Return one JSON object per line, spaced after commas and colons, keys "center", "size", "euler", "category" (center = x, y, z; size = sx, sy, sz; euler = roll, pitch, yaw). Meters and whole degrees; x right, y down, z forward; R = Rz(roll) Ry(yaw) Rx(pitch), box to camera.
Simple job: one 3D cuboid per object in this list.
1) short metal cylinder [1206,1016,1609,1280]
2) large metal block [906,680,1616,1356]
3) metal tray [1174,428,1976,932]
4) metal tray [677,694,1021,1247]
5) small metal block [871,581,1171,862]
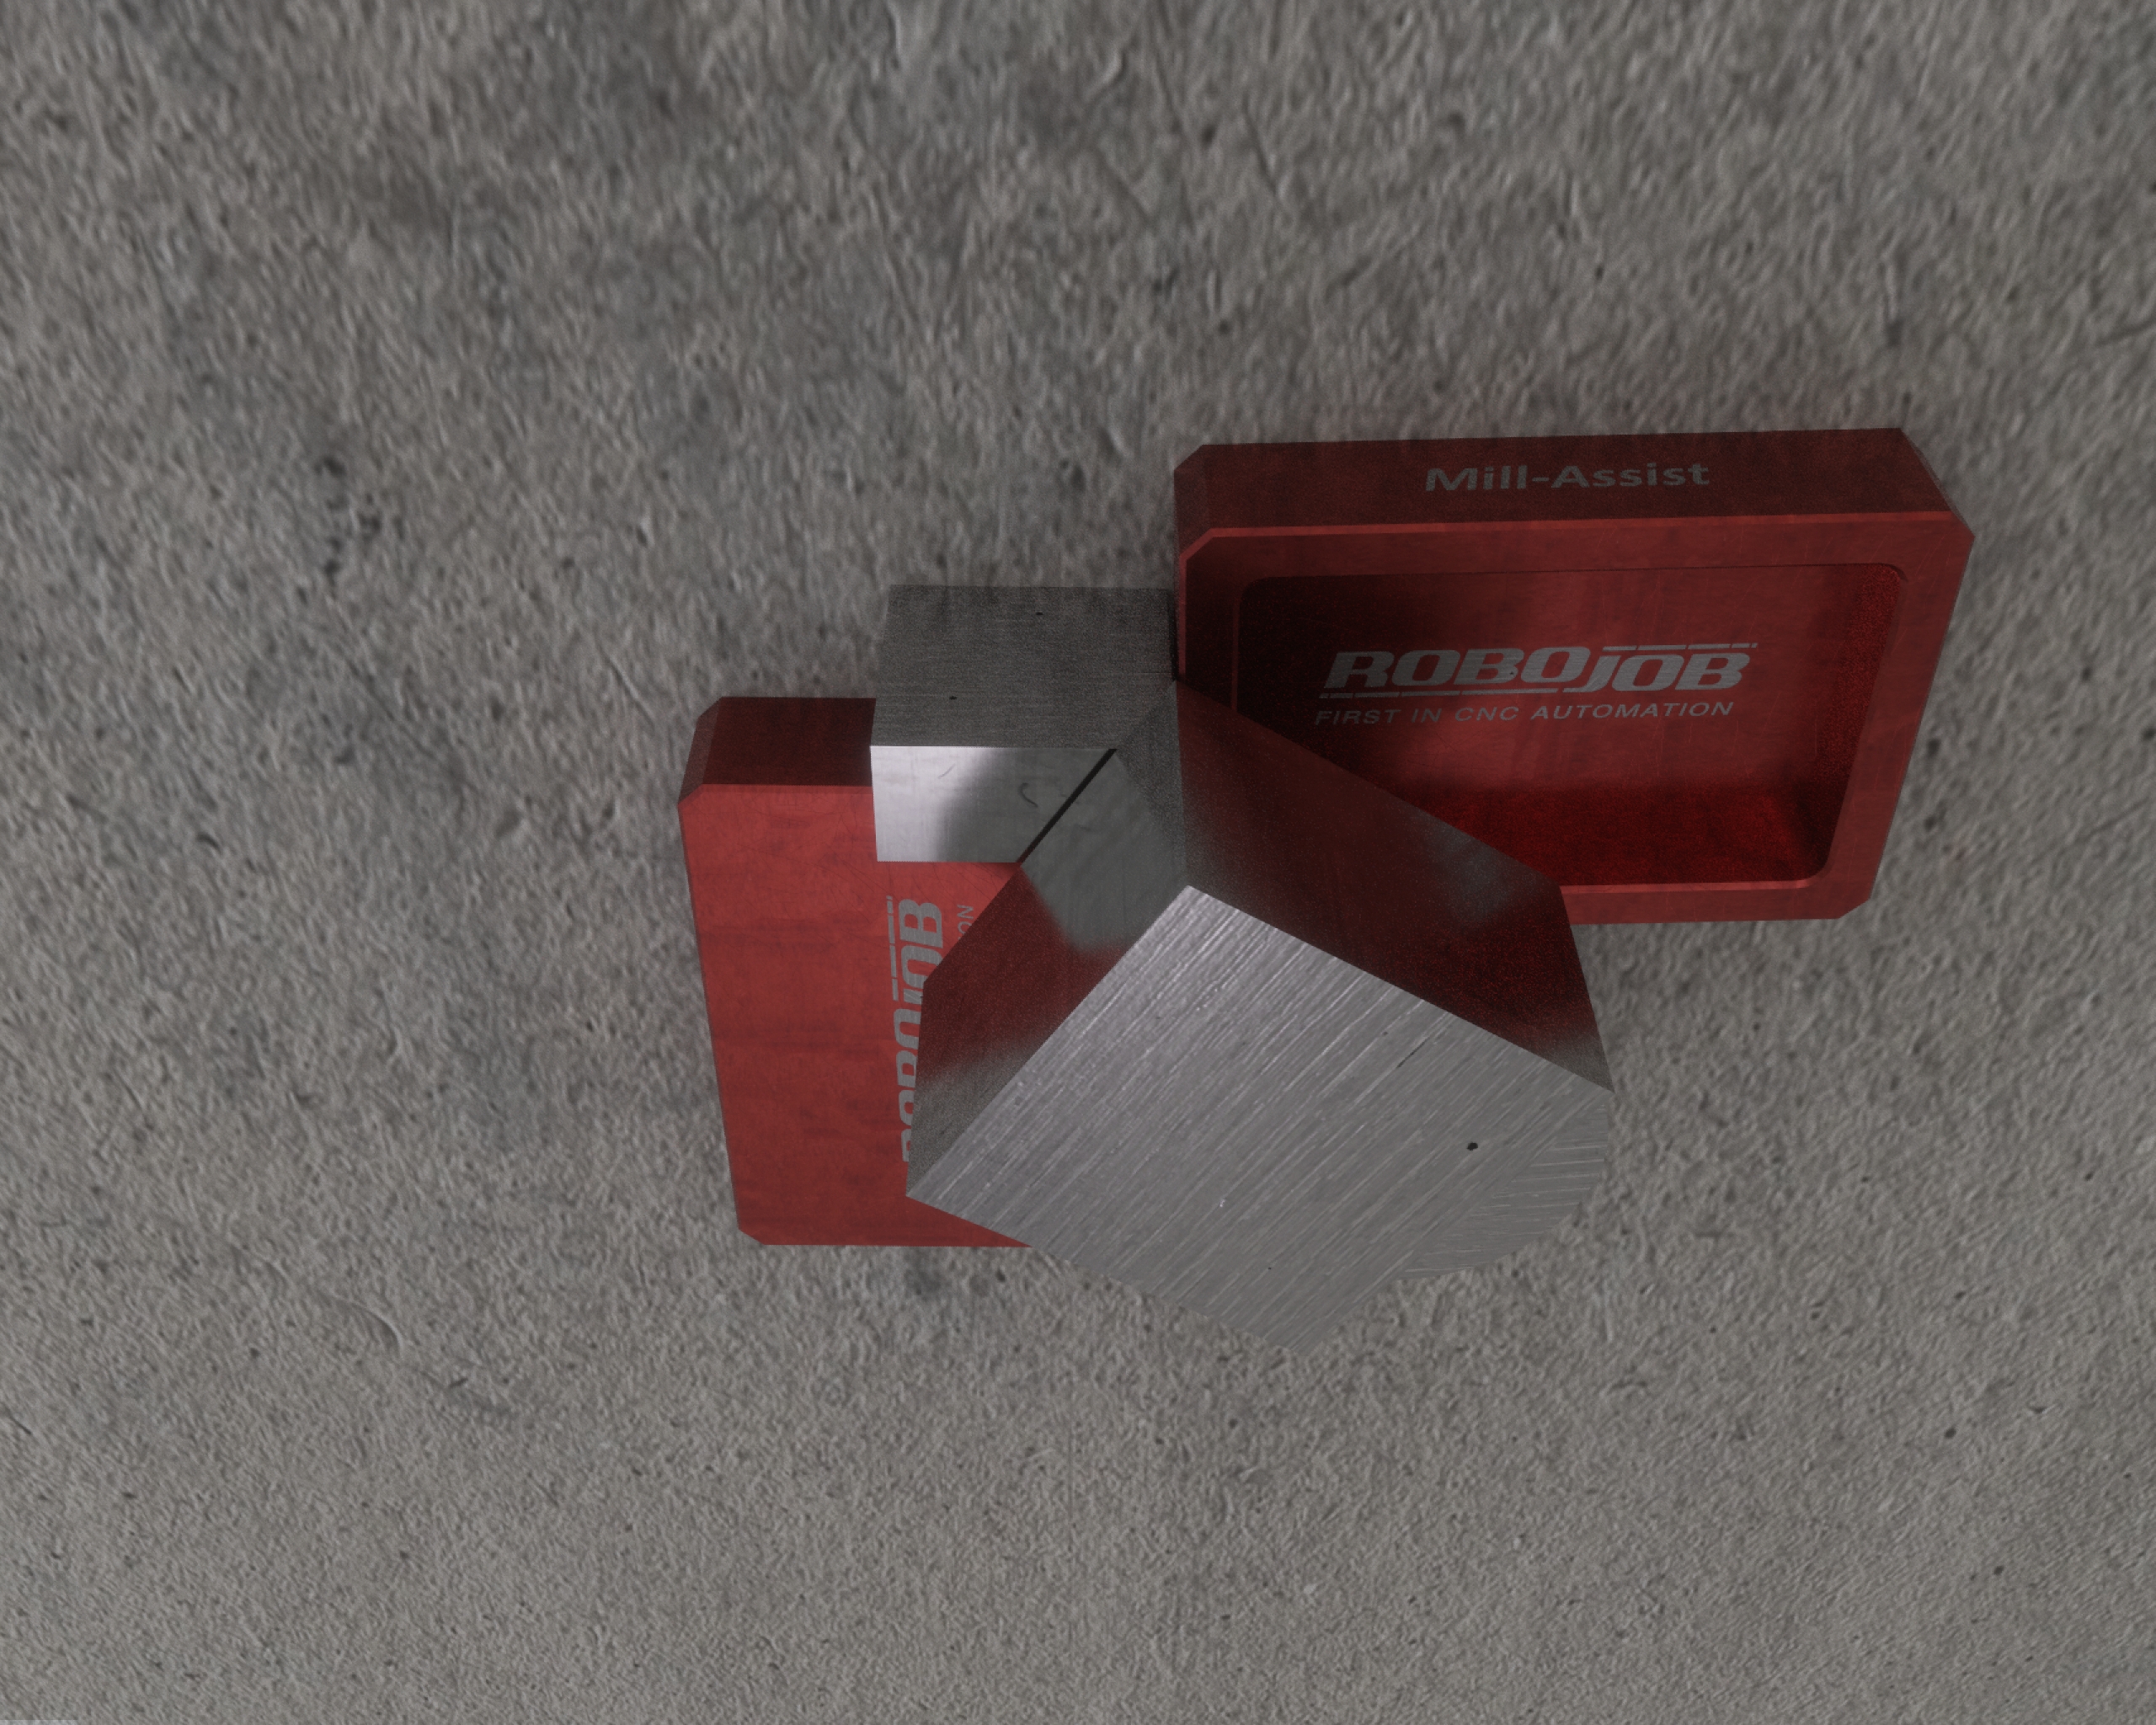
{"center": [0.063, 0.041, 0.427], "size": [0.080, 0.050, 0.079], "euler": [0, 130, 0], "category": "short metal cylinder"}
{"center": [0.028, 0.029, 0.350], "size": [0.080, 0.050, 0.080], "euler": [26, 126, -21], "category": "large metal block"}
{"center": [0.083, -0.031, 0.380], "size": [0.131, 0.030, 0.089], "euler": [-1, 130, 1], "category": "metal tray"}
{"center": [-0.028, 0.026, 0.429], "size": [0.091, 0.030, 0.129], "euler": [1, 130, -1], "category": "metal tray"}
{"center": [-0.009, -0.026, 0.371], "size": [0.050, 0.050, 0.025], "euler": [1, 130, -1], "category": "small metal block"}
